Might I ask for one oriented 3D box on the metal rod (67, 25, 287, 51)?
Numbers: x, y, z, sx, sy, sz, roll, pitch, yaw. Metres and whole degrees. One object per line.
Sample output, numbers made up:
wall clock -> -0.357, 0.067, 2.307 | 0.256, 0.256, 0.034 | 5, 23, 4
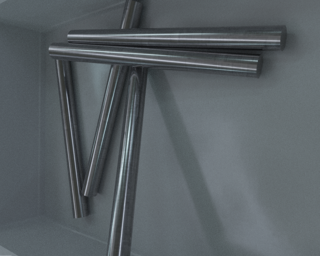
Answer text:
metal rod -> -0.003, -0.111, 0.385 | 0.300, 0.025, 0.025 | 10, 97, 32

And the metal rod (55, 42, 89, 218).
metal rod -> -0.153, 0.000, 0.529 | 0.025, 0.025, 0.298 | -15, 81, 39

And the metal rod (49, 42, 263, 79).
metal rod -> -0.026, -0.089, 0.392 | 0.301, 0.025, 0.025 | 11, 97, 28

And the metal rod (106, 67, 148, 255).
metal rod -> -0.037, 0.035, 0.369 | 0.025, 0.025, 0.299 | -16, 59, 38

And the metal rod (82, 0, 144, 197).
metal rod -> -0.074, -0.036, 0.465 | 0.025, 0.025, 0.298 | 25, 105, 37
